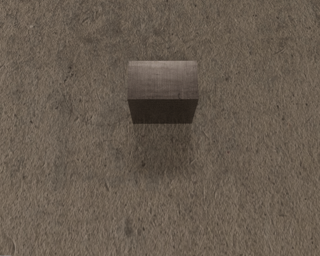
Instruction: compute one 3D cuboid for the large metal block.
[{"bbox_3d":[0.003,-0.043,0.395,0.081,0.080,0.050,0,70,-1],"label":"large metal block"}]
